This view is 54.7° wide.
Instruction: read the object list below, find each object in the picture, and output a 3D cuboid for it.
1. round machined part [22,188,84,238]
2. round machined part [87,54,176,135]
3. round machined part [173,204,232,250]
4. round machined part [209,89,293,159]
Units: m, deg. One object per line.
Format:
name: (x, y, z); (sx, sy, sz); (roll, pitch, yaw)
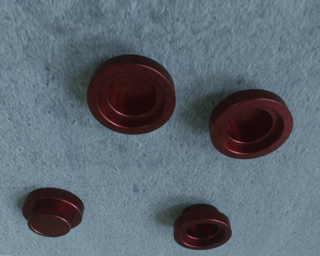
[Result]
round machined part: (-0.180, 0.147, 0.519); (0.099, 0.042, 0.097); (-1, 130, 0)
round machined part: (-0.032, -0.042, 0.360); (0.099, 0.042, 0.097); (-1, 130, 0)
round machined part: (0.072, 0.170, 0.542); (0.099, 0.042, 0.097); (-1, 130, 0)
round machined part: (0.110, -0.009, 0.390); (0.099, 0.042, 0.097); (-1, 130, 0)
